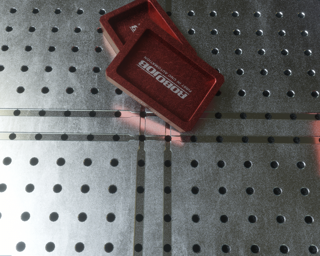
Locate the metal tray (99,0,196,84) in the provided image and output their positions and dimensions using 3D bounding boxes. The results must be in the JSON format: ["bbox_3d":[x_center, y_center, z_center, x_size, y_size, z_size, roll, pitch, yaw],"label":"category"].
[{"bbox_3d":[-0.018,-0.126,0.454,0.090,0.030,0.130,-30,73,-11],"label":"metal tray"}]

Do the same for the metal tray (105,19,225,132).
[{"bbox_3d":[0.007,-0.066,0.404,0.130,0.030,0.090,35,82,-8],"label":"metal tray"}]
